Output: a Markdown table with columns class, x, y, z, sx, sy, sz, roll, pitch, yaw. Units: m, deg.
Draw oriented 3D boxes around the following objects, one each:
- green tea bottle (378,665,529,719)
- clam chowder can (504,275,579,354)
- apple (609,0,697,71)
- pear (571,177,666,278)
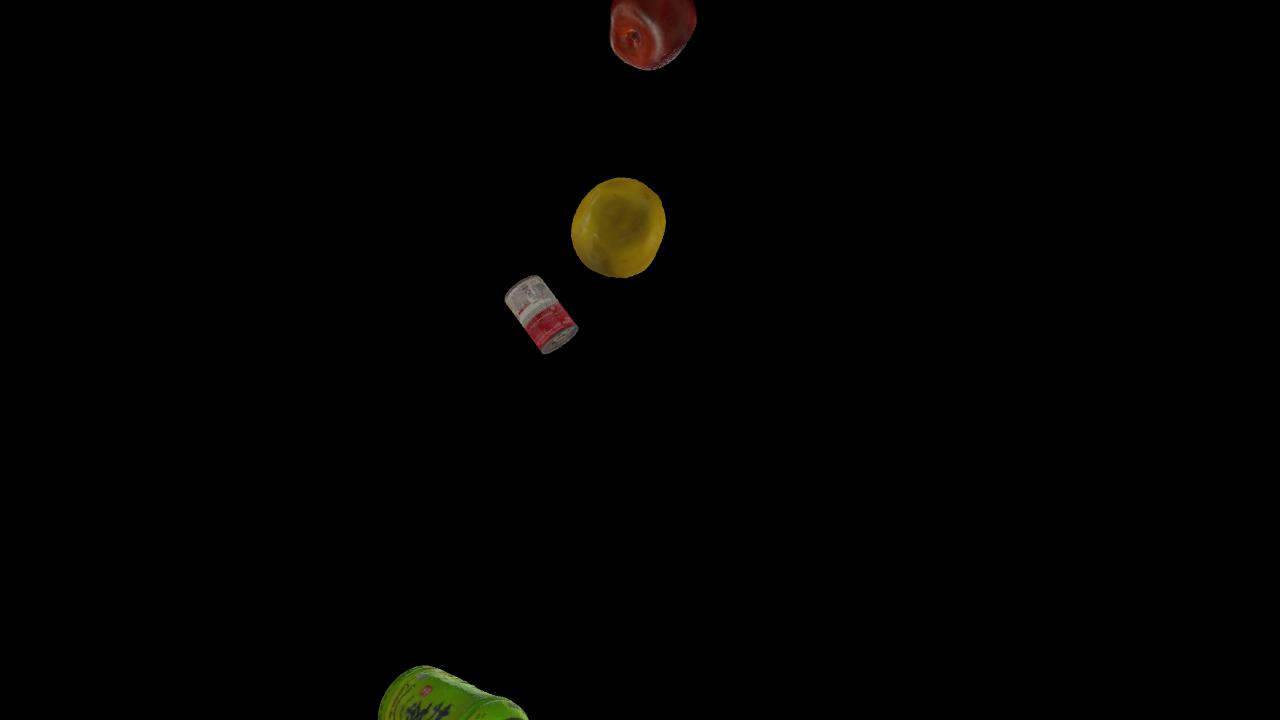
| class | x | y | z | sx | sy | sz | roll | pitch | yaw |
| --- | --- | --- | --- | --- | --- | --- | --- | --- | --- |
| green tea bottle | -0.140 | 0.302 | 0.495 | 0.073 | 0.073 | 0.212 | 0 | -9 | -44 |
| clam chowder can | -0.149 | -0.069 | 0.926 | 0.068 | 0.102 | 0.068 | -37 | -8 | -6 |
| apple | 0.013 | -0.318 | 0.576 | 0.079 | 0.093 | 0.079 | 22 | -34 | 16 |
| pear | -0.018 | -0.104 | 0.520 | 0.080 | 0.080 | 0.111 | 0 | -6 | -1 |
